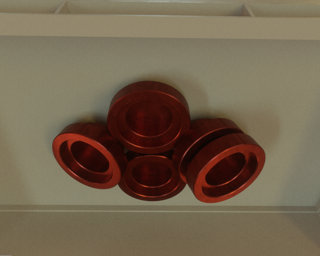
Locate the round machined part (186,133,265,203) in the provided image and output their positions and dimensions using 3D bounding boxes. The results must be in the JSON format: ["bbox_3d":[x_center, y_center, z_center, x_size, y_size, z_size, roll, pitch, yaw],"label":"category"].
[{"bbox_3d":[0.076,0.044,0.383,0.099,0.042,0.097,-15,132,-17],"label":"round machined part"}]

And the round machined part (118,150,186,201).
[{"bbox_3d":[-0.011,0.059,0.445,0.099,0.042,0.097,0,130,0],"label":"round machined part"}]

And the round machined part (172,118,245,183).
[{"bbox_3d":[0.061,0.026,0.405,0.099,0.042,0.097,-15,132,-17],"label":"round machined part"}]

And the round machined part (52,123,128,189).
[{"bbox_3d":[-0.087,0.032,0.408,0.098,0.042,0.097,13,132,16],"label":"round machined part"}]

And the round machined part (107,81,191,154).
[{"bbox_3d":[-0.013,-0.017,0.380,0.099,0.042,0.097,0,130,0],"label":"round machined part"}]
